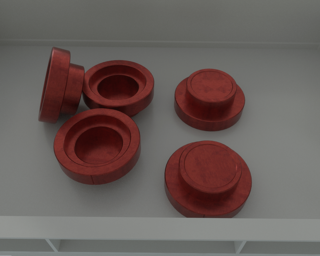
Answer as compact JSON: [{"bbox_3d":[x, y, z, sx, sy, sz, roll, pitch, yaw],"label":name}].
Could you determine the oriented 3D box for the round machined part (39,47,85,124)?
[{"bbox_3d":[-0.128,-0.053,0.407,0.042,0.097,0.098,11,46,-24],"label":"round machined part"}]

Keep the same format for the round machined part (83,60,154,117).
[{"bbox_3d":[-0.058,-0.049,0.432,0.099,0.042,0.098,2,47,-2],"label":"round machined part"}]

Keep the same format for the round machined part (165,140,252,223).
[{"bbox_3d":[0.054,0.053,0.350,0.099,0.042,0.098,0,50,0],"label":"round machined part"}]

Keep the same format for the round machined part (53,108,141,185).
[{"bbox_3d":[-0.072,0.026,0.371,0.099,0.042,0.098,0,50,0],"label":"round machined part"}]

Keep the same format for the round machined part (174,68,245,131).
[{"bbox_3d":[0.070,-0.046,0.434,0.099,0.042,0.098,0,50,0],"label":"round machined part"}]
